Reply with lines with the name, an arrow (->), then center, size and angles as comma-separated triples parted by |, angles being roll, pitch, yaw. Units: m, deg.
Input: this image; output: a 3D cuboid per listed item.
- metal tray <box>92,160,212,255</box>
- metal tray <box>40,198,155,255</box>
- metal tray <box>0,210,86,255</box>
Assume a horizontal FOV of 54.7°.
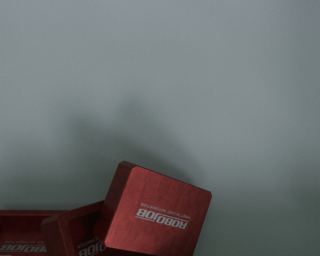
metal tray -> -0.003, 0.101, 0.369 | 0.131, 0.030, 0.090 | 26, 80, -34
metal tray -> -0.062, 0.129, 0.352 | 0.030, 0.131, 0.090 | -25, 78, 30
metal tray -> -0.153, 0.141, 0.375 | 0.131, 0.090, 0.030 | 0, 117, -1
